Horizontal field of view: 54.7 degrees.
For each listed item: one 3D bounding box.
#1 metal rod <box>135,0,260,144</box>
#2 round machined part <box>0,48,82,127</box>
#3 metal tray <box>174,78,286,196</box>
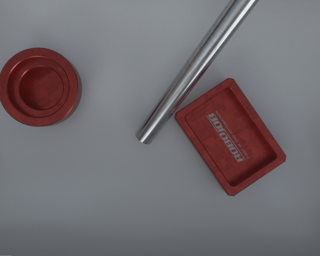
[{"bbox_3d":[0.058,-0.094,0.346,0.025,0.025,0.298,37,117,-1],"label":"metal rod"},{"bbox_3d":[-0.150,-0.051,0.401,0.099,0.042,0.097,0,90,-1],"label":"round machined part"},{"bbox_3d":[0.091,0.012,0.410,0.090,0.030,0.130,-34,90,-1],"label":"metal tray"}]
